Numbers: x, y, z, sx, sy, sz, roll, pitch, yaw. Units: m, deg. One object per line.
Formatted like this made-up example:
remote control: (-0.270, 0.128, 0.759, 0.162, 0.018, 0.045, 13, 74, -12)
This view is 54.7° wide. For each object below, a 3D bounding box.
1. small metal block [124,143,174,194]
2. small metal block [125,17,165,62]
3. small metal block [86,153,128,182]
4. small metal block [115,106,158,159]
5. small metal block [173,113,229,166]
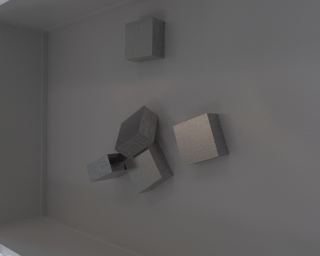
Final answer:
small metal block: (-0.016, 0.054, 0.420, 0.050, 0.025, 0.050, -40, 66, 32)
small metal block: (-0.021, -0.119, 0.424, 0.050, 0.025, 0.050, 2, 91, 40)
small metal block: (-0.069, 0.056, 0.447, 0.050, 0.050, 0.025, -29, 72, 36)
small metal block: (-0.031, 0.006, 0.417, 0.050, 0.025, 0.050, -35, 32, 34)
small metal block: (0.048, 0.014, 0.367, 0.050, 0.025, 0.050, -22, 76, 38)
